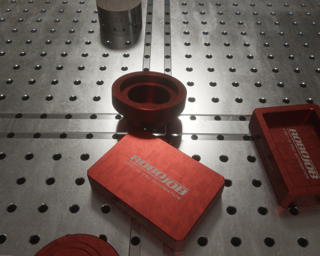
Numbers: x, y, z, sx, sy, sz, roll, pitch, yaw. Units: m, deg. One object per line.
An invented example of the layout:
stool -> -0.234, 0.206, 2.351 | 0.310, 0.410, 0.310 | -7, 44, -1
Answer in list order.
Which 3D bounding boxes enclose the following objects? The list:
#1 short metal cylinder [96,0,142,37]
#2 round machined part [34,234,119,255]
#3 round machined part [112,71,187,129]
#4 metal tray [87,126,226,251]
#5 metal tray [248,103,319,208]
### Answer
short metal cylinder -> -0.073, -0.212, 0.569 | 0.081, 0.050, 0.080 | 0, 50, 0
round machined part -> -0.079, 0.142, 0.276 | 0.099, 0.042, 0.098 | 0, 50, 0
round machined part -> -0.015, -0.035, 0.417 | 0.099, 0.042, 0.098 | 4, 38, -3
metal tray -> -0.005, 0.062, 0.352 | 0.130, 0.030, 0.090 | 30, 56, 23
metal tray -> 0.174, 0.028, 0.382 | 0.091, 0.030, 0.130 | -5, 50, -5
